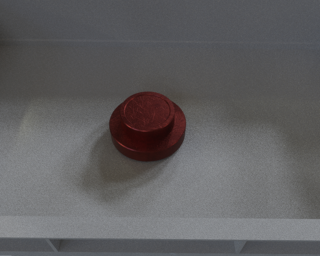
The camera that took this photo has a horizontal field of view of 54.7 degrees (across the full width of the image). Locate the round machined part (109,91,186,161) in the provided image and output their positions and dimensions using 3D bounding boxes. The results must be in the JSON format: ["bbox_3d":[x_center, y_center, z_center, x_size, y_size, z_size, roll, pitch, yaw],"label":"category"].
[{"bbox_3d":[-0.016,-0.009,0.397,0.099,0.042,0.098,0,50,0],"label":"round machined part"}]
